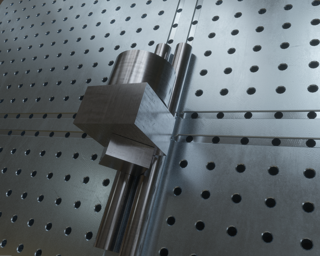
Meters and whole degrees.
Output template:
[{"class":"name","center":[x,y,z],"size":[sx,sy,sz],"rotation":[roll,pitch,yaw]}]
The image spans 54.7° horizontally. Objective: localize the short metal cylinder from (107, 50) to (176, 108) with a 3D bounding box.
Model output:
[{"class":"short metal cylinder","center":[-0.024,-0.052,0.389],"size":[0.080,0.080,0.050],"rotation":[1,62,28]}]

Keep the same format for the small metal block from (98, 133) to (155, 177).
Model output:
[{"class":"small metal block","center":[-0.040,0.033,0.362],"size":[0.050,0.050,0.025],"rotation":[20,65,-12]}]

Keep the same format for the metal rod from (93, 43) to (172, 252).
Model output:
[{"class":"metal rod","center":[-0.029,0.008,0.419],"size":[0.025,0.025,0.300],"rotation":[1,62,28]}]

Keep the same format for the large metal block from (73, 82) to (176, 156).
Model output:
[{"class":"large metal block","center":[-0.038,-0.008,0.365],"size":[0.080,0.080,0.050],"rotation":[0,62,28]}]

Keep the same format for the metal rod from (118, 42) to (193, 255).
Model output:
[{"class":"metal rod","center":[0.001,0.012,0.400],"size":[0.025,0.025,0.300],"rotation":[1,62,28]}]
